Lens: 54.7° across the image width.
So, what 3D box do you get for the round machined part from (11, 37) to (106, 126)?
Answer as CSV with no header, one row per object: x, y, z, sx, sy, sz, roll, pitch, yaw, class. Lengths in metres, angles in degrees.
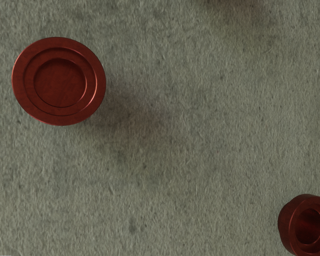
-0.115,-0.051,0.358,0.099,0.042,0.097,0,90,-21,round machined part

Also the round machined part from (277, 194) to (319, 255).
0.226,0.152,0.486,0.099,0.042,0.097,0,90,-21,round machined part
